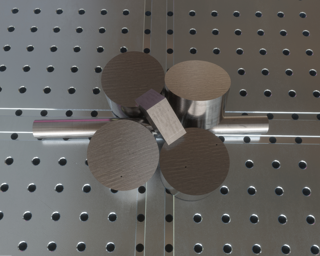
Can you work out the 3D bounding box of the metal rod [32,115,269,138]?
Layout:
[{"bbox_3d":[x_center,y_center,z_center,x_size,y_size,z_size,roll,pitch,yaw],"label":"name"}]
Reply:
[{"bbox_3d":[-0.011,-0.002,0.408,0.302,0.025,0.025,-1,70,-1],"label":"metal rod"}]

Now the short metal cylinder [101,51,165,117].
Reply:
[{"bbox_3d":[-0.034,-0.054,0.414,0.081,0.050,0.080,0,70,0],"label":"short metal cylinder"}]

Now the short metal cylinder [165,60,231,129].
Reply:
[{"bbox_3d":[0.046,-0.043,0.396,0.081,0.050,0.080,0,47,0],"label":"short metal cylinder"}]

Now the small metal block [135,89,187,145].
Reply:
[{"bbox_3d":[0.000,-0.014,0.362,0.025,0.050,0.050,-35,116,-6],"label":"small metal block"}]

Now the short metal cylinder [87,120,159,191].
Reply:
[{"bbox_3d":[-0.041,0.030,0.370,0.081,0.050,0.079,0,90,-1],"label":"short metal cylinder"}]

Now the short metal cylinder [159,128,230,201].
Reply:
[{"bbox_3d":[0.040,0.045,0.378,0.081,0.050,0.080,0,70,0],"label":"short metal cylinder"}]
